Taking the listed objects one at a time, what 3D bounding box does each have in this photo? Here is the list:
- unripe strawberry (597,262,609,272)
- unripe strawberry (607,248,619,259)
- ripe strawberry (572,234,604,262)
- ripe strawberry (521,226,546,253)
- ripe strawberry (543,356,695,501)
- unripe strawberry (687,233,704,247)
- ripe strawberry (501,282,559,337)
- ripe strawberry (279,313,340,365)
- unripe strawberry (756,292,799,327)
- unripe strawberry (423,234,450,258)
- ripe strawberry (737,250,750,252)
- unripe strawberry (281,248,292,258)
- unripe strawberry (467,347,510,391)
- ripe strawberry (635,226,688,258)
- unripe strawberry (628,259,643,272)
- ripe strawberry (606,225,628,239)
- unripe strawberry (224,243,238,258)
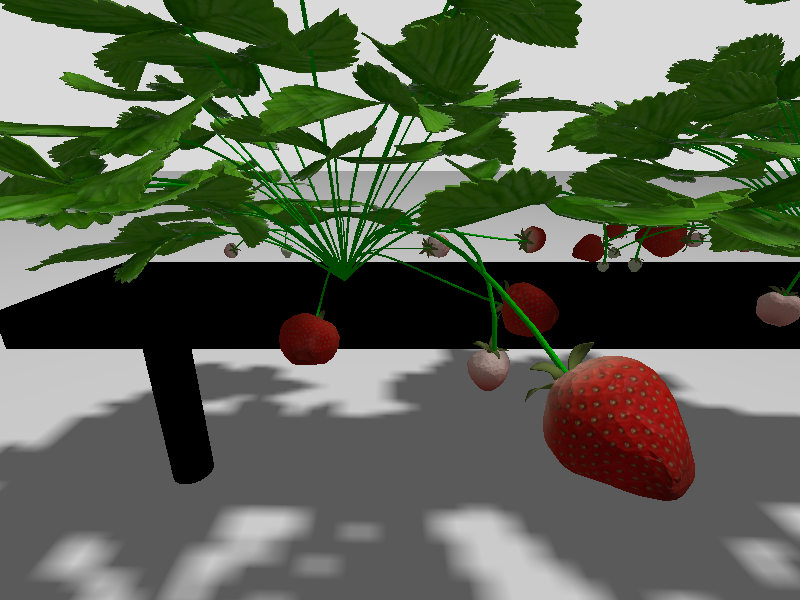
[{"bbox_3d":[0.191,-0.031,0.376,0.010,0.010,0.009,-1,20,-3],"label":"unripe strawberry"},{"bbox_3d":[0.234,-0.051,0.440,0.011,0.012,0.010,-43,-5,32],"label":"unripe strawberry"},{"bbox_3d":[0.200,-0.054,0.427,0.032,0.031,0.029,-16,12,24],"label":"ripe strawberry"},{"bbox_3d":[0.156,-0.070,0.464,0.030,0.031,0.027,-10,22,-27],"label":"ripe strawberry"},{"bbox_3d":[0.073,0.044,0.134,0.042,0.044,0.046,-10,37,-26],"label":"ripe strawberry"},{"bbox_3d":[0.363,-0.074,0.494,0.020,0.017,0.020,-5,-7,-14],"label":"unripe strawberry"},{"bbox_3d":[0.078,0.007,0.243,0.033,0.034,0.030,18,27,40],"label":"ripe strawberry"},{"bbox_3d":[-0.048,0.022,0.210,0.032,0.027,0.032,0,20,-1],"label":"ripe strawberry"},{"bbox_3d":[0.251,0.007,0.266,0.021,0.022,0.024,27,0,-39],"label":"unripe strawberry"},{"bbox_3d":[0.042,-0.061,0.442,0.031,0.026,0.031,-17,26,-40],"label":"unripe strawberry"},{"bbox_3d":[0.404,-0.074,0.470,0.037,0.033,0.033,1,19,2],"label":"ripe strawberry"},{"bbox_3d":[-0.123,-0.052,0.437,0.012,0.013,0.013,-17,26,-40],"label":"unripe strawberry"},{"bbox_3d":[0.043,0.034,0.193,0.022,0.022,0.019,-10,22,-26],"label":"unripe strawberry"},{"bbox_3d":[0.294,-0.072,0.453,0.048,0.047,0.045,17,26,41],"label":"ripe strawberry"},{"bbox_3d":[0.203,-0.029,0.346,0.011,0.011,0.011,-1,20,-4],"label":"unripe strawberry"},{"bbox_3d":[0.292,-0.095,0.543,0.027,0.023,0.027,-11,22,-27],"label":"ripe strawberry"},{"bbox_3d":[-0.186,-0.054,0.441,0.016,0.016,0.015,-12,10,35],"label":"unripe strawberry"}]
